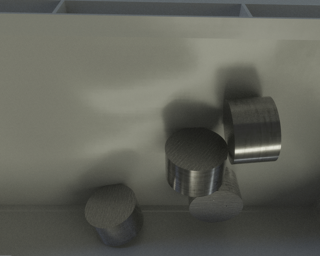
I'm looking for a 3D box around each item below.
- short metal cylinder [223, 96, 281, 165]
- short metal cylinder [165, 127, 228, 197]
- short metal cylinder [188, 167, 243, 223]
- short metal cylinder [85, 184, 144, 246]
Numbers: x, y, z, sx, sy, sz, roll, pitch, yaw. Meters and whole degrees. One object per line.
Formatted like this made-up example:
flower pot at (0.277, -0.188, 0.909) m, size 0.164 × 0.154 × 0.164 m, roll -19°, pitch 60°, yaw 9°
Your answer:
short metal cylinder at (0.109, 0.003, 0.377) m, size 0.050 × 0.080 × 0.080 m, roll -5°, pitch 130°, yaw 4°
short metal cylinder at (0.047, 0.044, 0.411) m, size 0.081 × 0.080 × 0.050 m, roll -1°, pitch 130°, yaw 1°
short metal cylinder at (0.084, 0.103, 0.482) m, size 0.081 × 0.050 × 0.079 m, roll 0°, pitch 130°, yaw 0°
short metal cylinder at (-0.071, 0.136, 0.488) m, size 0.080 × 0.080 × 0.050 m, roll -9°, pitch 130°, yaw 7°
